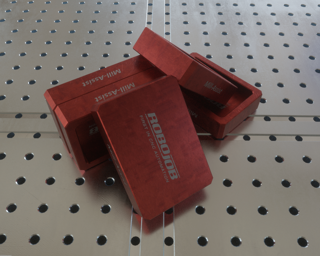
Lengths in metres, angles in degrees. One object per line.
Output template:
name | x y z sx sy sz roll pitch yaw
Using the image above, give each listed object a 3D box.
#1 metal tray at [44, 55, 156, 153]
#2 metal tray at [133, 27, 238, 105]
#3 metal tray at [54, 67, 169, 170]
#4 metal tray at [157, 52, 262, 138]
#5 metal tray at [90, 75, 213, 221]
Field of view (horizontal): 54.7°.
metal tray | -0.066 -0.029 0.388 0.131 0.089 0.030 -26 55 -21
metal tray | 0.037 -0.076 0.398 0.090 0.030 0.131 43 17 29
metal tray | -0.049 -0.011 0.372 0.131 0.089 0.030 -26 55 -21
metal tray | 0.066 -0.052 0.447 0.091 0.030 0.130 -36 59 -27
metal tray | -0.006 0.019 0.331 0.091 0.129 0.030 -26 13 -20
